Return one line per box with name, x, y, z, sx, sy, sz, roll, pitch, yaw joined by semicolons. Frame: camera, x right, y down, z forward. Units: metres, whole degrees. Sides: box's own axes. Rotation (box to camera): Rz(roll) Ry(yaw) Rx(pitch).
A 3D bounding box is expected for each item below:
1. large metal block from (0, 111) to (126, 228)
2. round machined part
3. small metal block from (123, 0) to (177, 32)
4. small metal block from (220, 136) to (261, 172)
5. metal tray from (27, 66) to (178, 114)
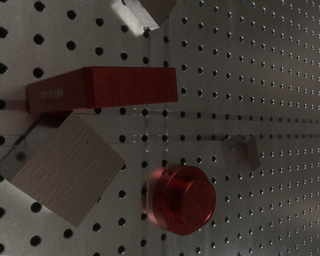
large metal block;-0.095;0.038;0.308;0.080;0.050;0.080;-54;125;-21
round machined part;0.041;0.102;0.435;0.099;0.042;0.097;0;90;-40
small metal block;-0.012;-0.163;0.401;0.050;0.025;0.050;45;63;-31
small metal block;0.131;0.041;0.506;0.025;0.050;0.050;-25;106;-38
metal tray;-0.058;-0.034;0.293;0.091;0.130;0.030;-8;96;-40
